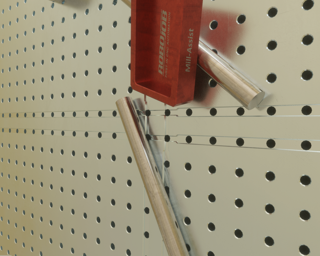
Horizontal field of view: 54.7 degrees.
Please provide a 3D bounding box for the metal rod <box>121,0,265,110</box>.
[{"bbox_3d":[0.013,-0.126,0.396,0.300,0.025,0.025,48,118,29],"label":"metal rod"}]

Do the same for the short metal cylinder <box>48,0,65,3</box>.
[{"bbox_3d":[-0.198,-0.272,0.553,0.080,0.050,0.079,0,90,39],"label":"short metal cylinder"}]

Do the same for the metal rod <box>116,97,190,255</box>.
[{"bbox_3d":[-0.001,0.094,0.408,0.025,0.025,0.299,-33,70,35],"label":"metal rod"}]

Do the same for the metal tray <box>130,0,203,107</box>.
[{"bbox_3d":[0.003,-0.100,0.371,0.090,0.030,0.129,28,124,43],"label":"metal tray"}]
